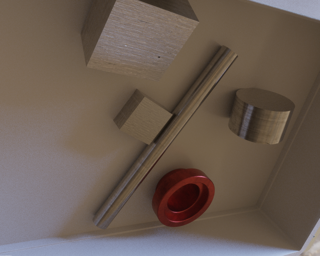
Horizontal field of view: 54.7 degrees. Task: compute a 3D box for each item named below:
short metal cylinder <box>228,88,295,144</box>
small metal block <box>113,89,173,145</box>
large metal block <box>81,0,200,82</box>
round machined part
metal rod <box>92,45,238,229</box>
[{"bbox_3d":[0.143,-0.019,0.442,0.081,0.080,0.050,-7,122,-26],"label":"short metal cylinder"},{"bbox_3d":[-0.021,-0.013,0.390,0.050,0.025,0.050,31,101,-38],"label":"small metal block"},{"bbox_3d":[-0.023,-0.097,0.302,0.081,0.050,0.080,7,140,-32],"label":"large metal block"},{"bbox_3d":[0.032,0.102,0.481,0.099,0.042,0.097,-14,125,-21],"label":"round machined part"},{"bbox_3d":[0.002,0.019,0.422,0.025,0.025,0.299,29,102,-38],"label":"metal rod"}]
